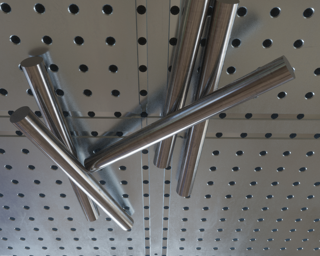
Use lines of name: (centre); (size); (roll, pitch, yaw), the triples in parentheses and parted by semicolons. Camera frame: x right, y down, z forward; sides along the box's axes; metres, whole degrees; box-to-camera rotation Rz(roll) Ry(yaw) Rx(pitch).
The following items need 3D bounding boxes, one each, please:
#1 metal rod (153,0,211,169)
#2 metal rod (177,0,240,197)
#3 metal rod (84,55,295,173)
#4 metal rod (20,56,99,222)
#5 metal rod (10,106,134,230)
metal rod: (0.025, -0.062, 0.358); (0.025, 0.025, 0.298); (6, 130, -6)
metal rod: (0.052, -0.013, 0.400); (0.025, 0.025, 0.298); (4, 130, -4)
metal rod: (0.010, -0.002, 0.376); (0.299, 0.025, 0.025); (-26, 126, 33)
metal rod: (-0.130, 0.039, 0.443); (0.025, 0.025, 0.298); (-4, 130, 3)
metal rod: (-0.108, 0.078, 0.451); (0.025, 0.025, 0.299); (-15, 136, 12)
